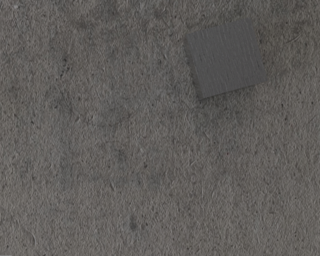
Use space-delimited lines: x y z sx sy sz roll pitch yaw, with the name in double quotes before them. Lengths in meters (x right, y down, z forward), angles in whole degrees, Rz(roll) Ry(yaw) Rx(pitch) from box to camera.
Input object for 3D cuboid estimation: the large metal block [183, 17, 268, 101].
"large metal block" 0.081 -0.085 0.398 0.080 0.050 0.080 -15 90 0
